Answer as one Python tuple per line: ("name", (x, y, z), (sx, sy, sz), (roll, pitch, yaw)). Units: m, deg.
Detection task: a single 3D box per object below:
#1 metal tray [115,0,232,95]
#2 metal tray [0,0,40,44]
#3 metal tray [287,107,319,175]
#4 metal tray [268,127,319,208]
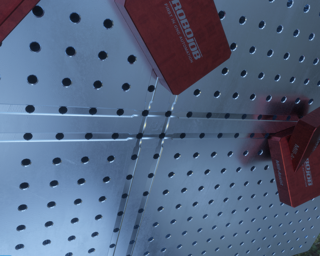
("metal tray", (0.021, -0.112, 0.352), (0.090, 0.030, 0.130), (-36, 130, -4))
("metal tray", (-0.140, -0.133, 0.248), (0.130, 0.030, 0.090), (-46, 130, 3))
("metal tray", (0.258, 0.032, 0.549), (0.091, 0.030, 0.129), (-23, 135, -35))
("metal tray", (0.249, 0.065, 0.554), (0.091, 0.030, 0.129), (-18, 101, -19))
